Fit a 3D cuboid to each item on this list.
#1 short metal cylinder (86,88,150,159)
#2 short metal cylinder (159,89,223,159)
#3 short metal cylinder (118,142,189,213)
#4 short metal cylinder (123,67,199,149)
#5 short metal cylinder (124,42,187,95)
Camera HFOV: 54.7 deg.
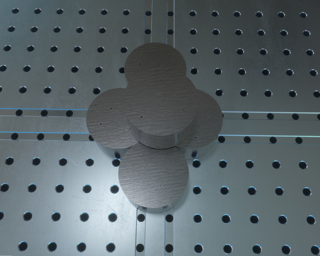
[{"bbox_3d":[-0.049,-0.005,0.400,0.081,0.050,0.080,0,70,0],"label":"short metal cylinder"},{"bbox_3d":[0.036,-0.004,0.399,0.081,0.050,0.080,0,70,0],"label":"short metal cylinder"},{"bbox_3d":[-0.007,0.060,0.376,0.081,0.050,0.080,0,68,0],"label":"short metal cylinder"},{"bbox_3d":[0.001,-0.021,0.352,0.081,0.050,0.080,0,70,0],"label":"short metal cylinder"},{"bbox_3d":[-0.006,-0.068,0.423,0.081,0.050,0.080,0,70,-1],"label":"short metal cylinder"}]
